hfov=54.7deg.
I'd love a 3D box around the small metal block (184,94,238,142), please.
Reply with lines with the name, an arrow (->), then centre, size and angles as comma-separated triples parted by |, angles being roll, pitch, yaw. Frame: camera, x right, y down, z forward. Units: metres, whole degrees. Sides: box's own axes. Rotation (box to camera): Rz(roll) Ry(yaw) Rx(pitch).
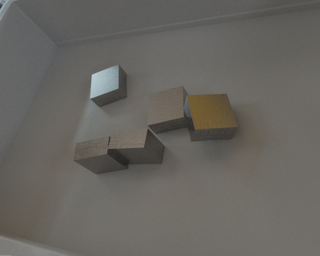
small metal block -> 0.059, -0.013, 0.369 | 0.050, 0.025, 0.050 | -3, 55, -9

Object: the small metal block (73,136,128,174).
small metal block -> -0.076, 0.037, 0.407 | 0.050, 0.050, 0.025 | -12, 57, 22

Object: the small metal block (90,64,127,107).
small metal block -> -0.080, -0.066, 0.489 | 0.050, 0.025, 0.050 | -17, 55, 18

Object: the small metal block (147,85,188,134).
small metal block -> 0.012, -0.024, 0.414 | 0.050, 0.025, 0.050 | -13, 56, 21

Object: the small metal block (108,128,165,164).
small metal block -> -0.028, 0.025, 0.390 | 0.050, 0.050, 0.025 | -4, 60, 26
